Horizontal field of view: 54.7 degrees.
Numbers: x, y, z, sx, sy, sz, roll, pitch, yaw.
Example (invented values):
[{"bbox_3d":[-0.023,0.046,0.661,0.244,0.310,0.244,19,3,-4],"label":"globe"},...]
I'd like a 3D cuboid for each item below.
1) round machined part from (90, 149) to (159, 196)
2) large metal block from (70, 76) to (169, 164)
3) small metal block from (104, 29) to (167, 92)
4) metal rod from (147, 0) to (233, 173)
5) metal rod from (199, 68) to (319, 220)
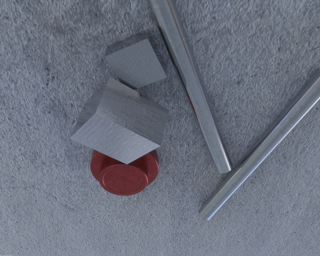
[{"bbox_3d":[-0.051,0.061,0.447,0.099,0.042,0.097,-1,130,0],"label":"round machined part"},{"bbox_3d":[-0.049,-0.004,0.370,0.080,0.050,0.080,28,146,-23],"label":"large metal block"},{"bbox_3d":[-0.025,-0.074,0.344,0.050,0.025,0.050,-19,128,15],"label":"small metal block"},{"bbox_3d":[0.040,-0.048,0.366,0.025,0.025,0.299,-17,129,13],"label":"metal rod"},{"bbox_3d":[0.136,0.043,0.445,0.025,0.025,0.298,18,128,-15],"label":"metal rod"}]
